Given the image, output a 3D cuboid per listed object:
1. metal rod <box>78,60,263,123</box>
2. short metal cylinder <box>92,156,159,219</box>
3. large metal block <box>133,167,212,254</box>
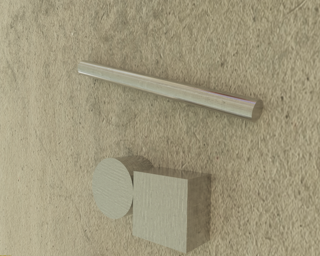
[{"bbox_3d":[-0.011,-0.058,0.411,0.300,0.025,0.025,20,103,38],"label":"metal rod"},{"bbox_3d":[-0.048,0.079,0.426,0.080,0.050,0.079,0,90,40],"label":"short metal cylinder"},{"bbox_3d":[0.014,0.094,0.376,0.080,0.050,0.079,2,91,39],"label":"large metal block"}]
